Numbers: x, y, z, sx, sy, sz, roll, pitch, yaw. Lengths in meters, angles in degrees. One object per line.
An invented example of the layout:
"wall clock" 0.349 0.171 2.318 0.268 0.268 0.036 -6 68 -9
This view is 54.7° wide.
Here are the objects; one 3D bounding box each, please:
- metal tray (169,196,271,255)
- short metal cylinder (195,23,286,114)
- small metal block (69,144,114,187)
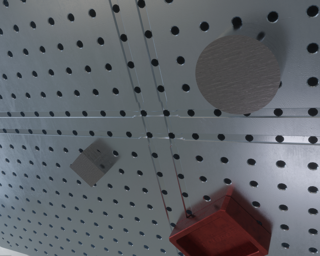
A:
"metal tray" 0.086 0.165 0.464 0.090 0.030 0.129 44 129 -3
"short metal cylinder" 0.082 -0.060 0.314 0.080 0.050 0.079 13 124 21
"small metal block" -0.113 0.063 0.510 0.050 0.025 0.050 44 129 -3
